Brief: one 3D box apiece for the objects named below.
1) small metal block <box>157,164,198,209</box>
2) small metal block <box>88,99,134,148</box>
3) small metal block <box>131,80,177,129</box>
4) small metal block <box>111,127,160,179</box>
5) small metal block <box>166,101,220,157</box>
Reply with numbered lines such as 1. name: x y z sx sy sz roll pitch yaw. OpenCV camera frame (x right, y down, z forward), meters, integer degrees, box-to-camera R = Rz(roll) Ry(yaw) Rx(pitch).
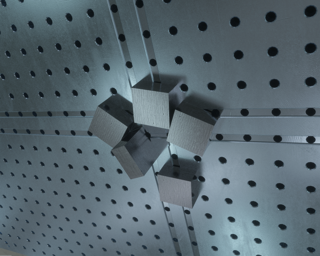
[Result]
1. small metal block: 0.026 0.084 0.448 0.050 0.025 0.050 8 122 23
2. small metal block: -0.069 -0.005 0.443 0.050 0.025 0.050 35 129 5
3. small metal block: -0.007 -0.030 0.395 0.050 0.025 0.050 11 123 22
4. small metal block: -0.033 0.035 0.433 0.025 0.050 0.050 -20 108 35
5. small metal block: 0.041 0.001 0.389 0.050 0.025 0.050 24 127 13
